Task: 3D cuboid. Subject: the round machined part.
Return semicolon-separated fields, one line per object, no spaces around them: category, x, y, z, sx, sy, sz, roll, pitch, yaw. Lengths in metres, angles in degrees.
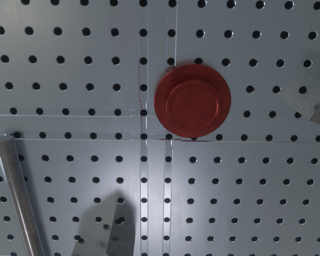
round machined part;0.041;-0.032;0.393;0.099;0.042;0.097;0;110;0

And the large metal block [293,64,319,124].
large metal block;0.232;-0.038;0.388;0.080;0.050;0.079;22;109;-8

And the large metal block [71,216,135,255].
large metal block;-0.086;0.190;0.453;0.080;0.080;0.050;-37;106;12

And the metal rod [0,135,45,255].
metal rod;-0.199;0.154;0.468;0.025;0.025;0.298;-4;110;1
